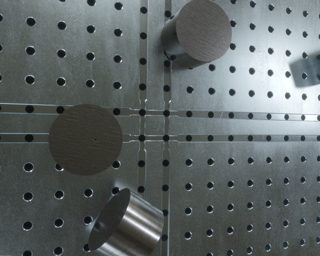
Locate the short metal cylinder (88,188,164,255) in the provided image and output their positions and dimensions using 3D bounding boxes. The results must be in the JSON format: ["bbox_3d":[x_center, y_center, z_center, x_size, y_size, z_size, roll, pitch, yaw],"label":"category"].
[{"bbox_3d":[-0.040,0.120,0.369,0.050,0.080,0.080,38,78,-17],"label":"short metal cylinder"}]

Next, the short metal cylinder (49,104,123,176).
[{"bbox_3d":[-0.090,0.013,0.367,0.081,0.050,0.079,0,90,-20],"label":"short metal cylinder"}]

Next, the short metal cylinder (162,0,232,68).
[{"bbox_3d":[0.049,-0.125,0.418,0.081,0.050,0.079,0,90,-20],"label":"short metal cylinder"}]
